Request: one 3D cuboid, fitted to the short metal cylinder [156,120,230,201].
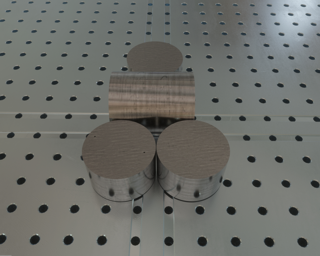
[{"bbox_3d":[0.036,0.037,0.359,0.081,0.050,0.080,0,50,0],"label":"short metal cylinder"}]

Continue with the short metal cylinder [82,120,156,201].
[{"bbox_3d":[-0.045,0.037,0.358,0.081,0.050,0.080,0,50,0],"label":"short metal cylinder"}]

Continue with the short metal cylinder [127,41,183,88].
[{"bbox_3d":[-0.007,-0.085,0.462,0.081,0.050,0.080,0,50,0],"label":"short metal cylinder"}]

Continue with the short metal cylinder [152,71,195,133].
[{"bbox_3d":[0.016,-0.033,0.400,0.050,0.080,0.080,0,50,0],"label":"short metal cylinder"}]

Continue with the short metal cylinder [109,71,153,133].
[{"bbox_3d":[-0.035,-0.033,0.400,0.050,0.080,0.080,0,50,0],"label":"short metal cylinder"}]
